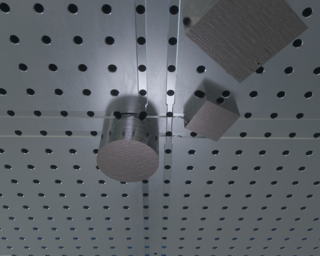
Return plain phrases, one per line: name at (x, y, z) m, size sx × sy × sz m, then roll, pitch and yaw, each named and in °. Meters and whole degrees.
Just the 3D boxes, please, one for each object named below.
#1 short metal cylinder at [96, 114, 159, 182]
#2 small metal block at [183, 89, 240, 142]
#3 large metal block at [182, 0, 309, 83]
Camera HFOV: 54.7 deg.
short metal cylinder at (-0.041, 0.028, 0.419) m, size 0.081 × 0.050 × 0.079 m, roll 0°, pitch 130°, yaw 0°
small metal block at (0.066, -0.015, 0.399) m, size 0.050 × 0.025 × 0.050 m, roll 23°, pitch 126°, yaw -19°
large metal block at (0.080, -0.106, 0.306) m, size 0.080 × 0.050 × 0.080 m, roll 34°, pitch 122°, yaw -26°
